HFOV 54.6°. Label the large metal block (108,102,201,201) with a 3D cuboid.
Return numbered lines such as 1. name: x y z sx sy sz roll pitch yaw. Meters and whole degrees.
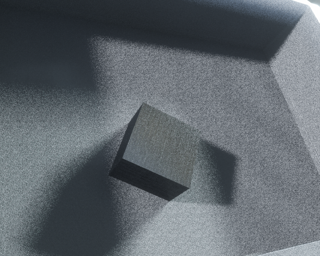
1. large metal block: -0.004 0.029 0.369 0.080 0.050 0.080 26 53 -12
